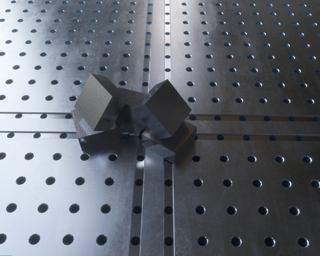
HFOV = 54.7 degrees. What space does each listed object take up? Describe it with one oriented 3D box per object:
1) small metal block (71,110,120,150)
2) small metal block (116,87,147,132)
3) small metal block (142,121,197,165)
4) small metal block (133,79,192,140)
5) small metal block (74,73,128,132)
[{"bbox_3d":[-0.085,-0.004,0.410,0.050,0.025,0.050,-15,52,-13],"label":"small metal block"},{"bbox_3d":[-0.034,-0.022,0.409,0.050,0.050,0.025,15,52,11],"label":"small metal block"},{"bbox_3d":[0.012,0.011,0.399,0.050,0.025,0.050,29,55,21],"label":"small metal block"},{"bbox_3d":[0.004,-0.022,0.376,0.050,0.025,0.050,50,54,-17],"label":"small metal block"},{"bbox_3d":[-0.073,-0.031,0.380,0.025,0.050,0.050,4,35,-51],"label":"small metal block"}]
